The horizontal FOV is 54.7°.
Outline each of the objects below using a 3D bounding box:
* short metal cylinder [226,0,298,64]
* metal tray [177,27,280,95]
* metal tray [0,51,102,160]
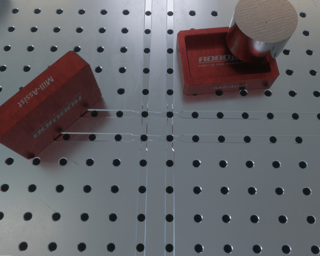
[{"bbox_3d":[0.134,-0.133,0.416,0.081,0.050,0.080,0,70,0],"label":"short metal cylinder"},{"bbox_3d":[0.094,-0.099,0.445,0.131,0.030,0.090,-6,70,-2],"label":"metal tray"},{"bbox_3d":[-0.137,-0.025,0.385,0.030,0.090,0.130,42,75,13],"label":"metal tray"}]
